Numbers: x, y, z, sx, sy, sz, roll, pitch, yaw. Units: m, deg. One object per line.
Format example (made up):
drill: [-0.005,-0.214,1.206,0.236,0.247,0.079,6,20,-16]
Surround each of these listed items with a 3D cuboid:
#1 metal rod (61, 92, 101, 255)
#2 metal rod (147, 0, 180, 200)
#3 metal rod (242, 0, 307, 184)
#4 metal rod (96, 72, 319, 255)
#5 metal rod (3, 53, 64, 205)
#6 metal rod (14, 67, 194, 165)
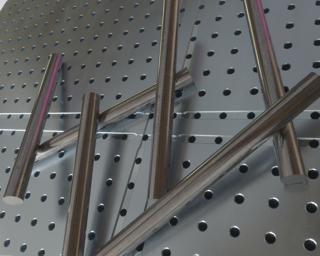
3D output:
metal rod: [-0.101,0.090,0.388,0.025,0.025,0.299,-10,63,23]
metal rod: [0.008,-0.057,0.410,0.025,0.025,0.299,-5,68,25]
metal rod: [0.133,-0.077,0.385,0.025,0.025,0.300,-13,56,21]
metal rod: [0.049,0.051,0.331,0.300,0.025,0.025,-41,51,8]
metal rod: [-0.195,-0.020,0.499,0.025,0.025,0.300,-18,47,18]
metal rod: [-0.090,-0.009,0.462,0.300,0.025,0.025,-26,53,11]
